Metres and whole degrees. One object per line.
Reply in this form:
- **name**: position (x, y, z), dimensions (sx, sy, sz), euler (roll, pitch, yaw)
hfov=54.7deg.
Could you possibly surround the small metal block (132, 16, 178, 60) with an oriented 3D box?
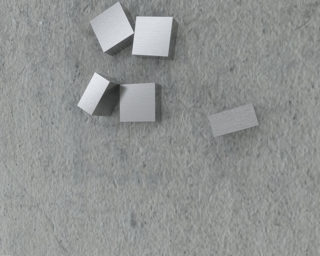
- **small metal block**: position (-0.006, -0.118, 0.410), dimensions (0.050, 0.025, 0.050), euler (8, 93, 19)

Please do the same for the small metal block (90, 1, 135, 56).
- **small metal block**: position (-0.062, -0.136, 0.430), dimensions (0.050, 0.025, 0.050), euler (-28, 81, 17)

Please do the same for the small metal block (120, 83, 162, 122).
- **small metal block**: position (-0.026, -0.033, 0.417), dimensions (0.050, 0.025, 0.050), euler (0, 90, 19)

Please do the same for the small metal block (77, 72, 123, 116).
- **small metal block**: position (-0.077, -0.044, 0.422), dimensions (0.025, 0.050, 0.050), euler (34, 101, 16)

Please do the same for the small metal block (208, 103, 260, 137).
- **small metal block**: position (0.089, -0.008, 0.364), dimensions (0.050, 0.050, 0.025), euler (-17, 85, 19)
